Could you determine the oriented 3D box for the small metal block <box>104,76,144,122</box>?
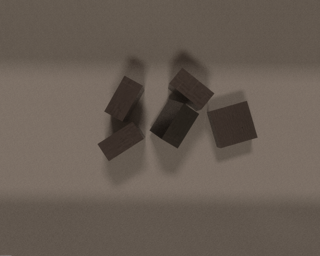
[{"bbox_3d":[-0.044,-0.036,0.398,0.025,0.050,0.050,29,90,0],"label":"small metal block"}]

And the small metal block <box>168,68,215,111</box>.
[{"bbox_3d":[0.038,-0.048,0.399,0.050,0.050,0.025,39,90,-1],"label":"small metal block"}]

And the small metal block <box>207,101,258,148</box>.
[{"bbox_3d":[0.095,-0.005,0.413,0.050,0.025,0.050,-16,90,-1],"label":"small metal block"}]

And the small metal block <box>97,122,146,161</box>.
[{"bbox_3d":[-0.048,0.016,0.398,0.050,0.050,0.025,-33,90,0],"label":"small metal block"}]

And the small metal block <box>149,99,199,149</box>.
[{"bbox_3d":[0.017,-0.007,0.396,0.025,0.050,0.050,32,90,-22],"label":"small metal block"}]
